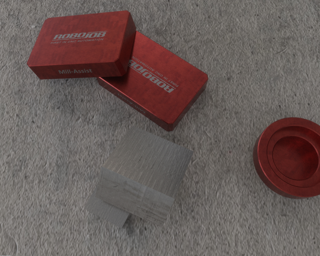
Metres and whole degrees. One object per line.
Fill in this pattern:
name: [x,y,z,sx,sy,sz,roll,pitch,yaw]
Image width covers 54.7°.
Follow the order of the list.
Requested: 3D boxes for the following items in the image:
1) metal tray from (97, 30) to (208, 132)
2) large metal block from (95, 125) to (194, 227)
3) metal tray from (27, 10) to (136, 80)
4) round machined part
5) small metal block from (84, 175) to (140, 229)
metal tray: [-0.012,-0.067,0.430,0.130,0.030,0.090,35,73,11]
large metal block: [-0.016,0.052,0.355,0.080,0.050,0.080,23,37,6]
metal tray: [-0.105,-0.113,0.423,0.131,0.030,0.090,0,61,14]
round machined part: [0.165,0.039,0.386,0.099,0.042,0.098,0,70,0]
small metal block: [-0.055,0.087,0.376,0.050,0.025,0.050,25,72,9]
